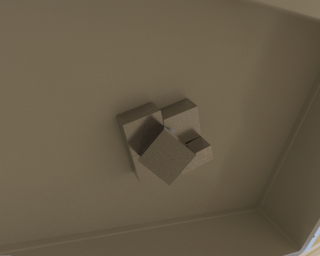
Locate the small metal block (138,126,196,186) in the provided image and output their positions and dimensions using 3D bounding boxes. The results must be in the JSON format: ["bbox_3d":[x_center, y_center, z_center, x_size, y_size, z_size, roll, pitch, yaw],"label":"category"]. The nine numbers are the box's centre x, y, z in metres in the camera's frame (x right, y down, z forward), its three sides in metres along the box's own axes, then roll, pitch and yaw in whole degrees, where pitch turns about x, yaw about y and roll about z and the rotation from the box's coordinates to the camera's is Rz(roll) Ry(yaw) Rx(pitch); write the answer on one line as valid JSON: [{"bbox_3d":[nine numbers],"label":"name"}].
[{"bbox_3d":[0.009,0.034,0.386,0.050,0.025,0.050,39,97,-5],"label":"small metal block"}]

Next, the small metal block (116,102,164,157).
[{"bbox_3d":[-0.023,0.001,0.397,0.050,0.025,0.050,-23,127,-15],"label":"small metal block"}]

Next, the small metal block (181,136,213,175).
[{"bbox_3d":[0.038,0.031,0.432,0.050,0.050,0.025,-26,128,-14],"label":"small metal block"}]

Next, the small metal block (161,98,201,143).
[{"bbox_3d":[0.025,-0.005,0.419,0.050,0.025,0.050,-23,127,-15],"label":"small metal block"}]

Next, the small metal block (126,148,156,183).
[{"bbox_3d":[-0.014,0.041,0.426,0.050,0.025,0.050,-23,127,-15],"label":"small metal block"}]
